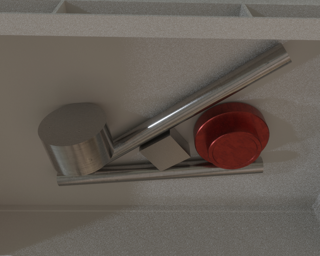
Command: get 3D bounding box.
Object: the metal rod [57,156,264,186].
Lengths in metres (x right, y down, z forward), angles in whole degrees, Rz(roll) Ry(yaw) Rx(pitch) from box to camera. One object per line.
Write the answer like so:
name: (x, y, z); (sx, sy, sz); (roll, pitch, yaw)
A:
metal rod: (-0.001, 0.065, 0.462); (0.302, 0.025, 0.025); (-4, 130, 3)

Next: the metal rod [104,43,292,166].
metal rod: (0.017, -0.015, 0.395); (0.300, 0.025, 0.025); (-29, 125, 22)

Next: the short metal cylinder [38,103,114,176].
short metal cylinder: (-0.101, 0.013, 0.381); (0.080, 0.080, 0.050); (-4, 130, 3)

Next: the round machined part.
round machined part: (0.095, 0.017, 0.410); (0.099, 0.042, 0.097); (-1, 130, 0)

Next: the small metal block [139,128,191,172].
small metal block: (0.007, 0.028, 0.430); (0.050, 0.025, 0.050); (-29, 125, 22)
